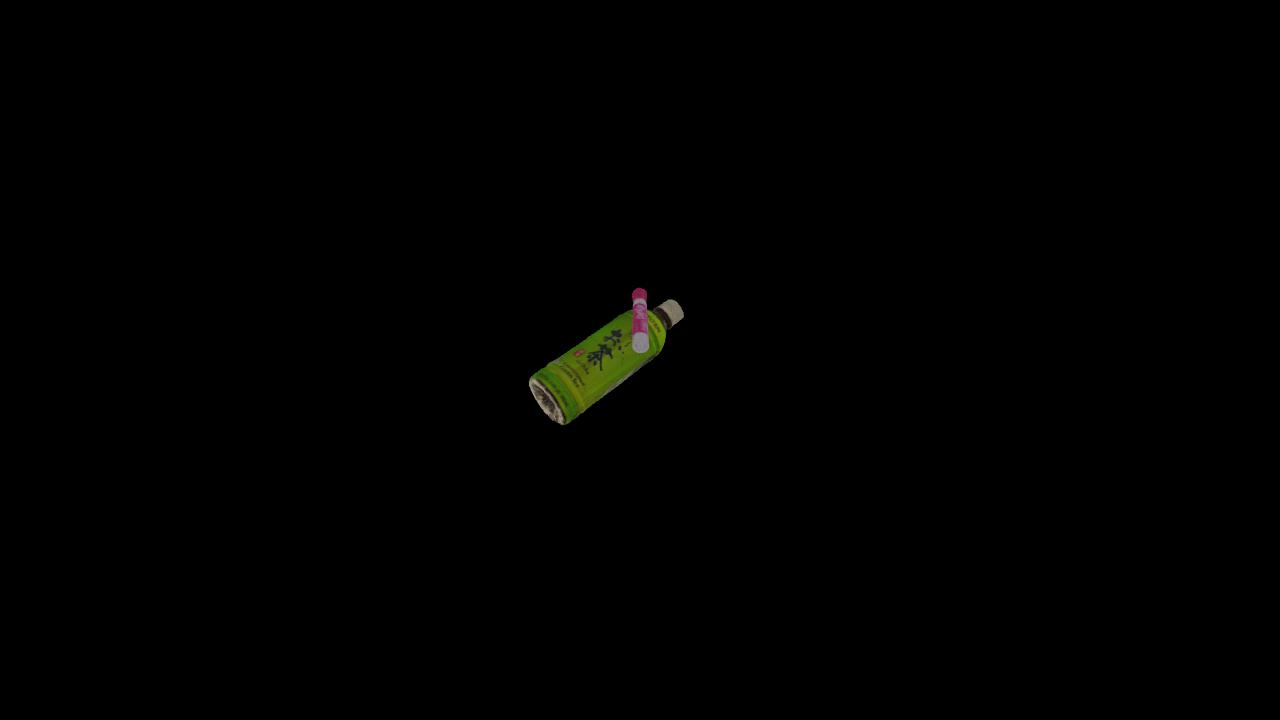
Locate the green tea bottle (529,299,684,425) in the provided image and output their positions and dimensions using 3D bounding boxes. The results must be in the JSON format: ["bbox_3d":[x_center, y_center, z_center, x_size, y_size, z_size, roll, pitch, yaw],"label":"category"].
[{"bbox_3d":[-0.031,-0.007,0.743,0.212,0.073,0.073,-36,18,-26],"label":"green tea bottle"}]

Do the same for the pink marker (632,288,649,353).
[{"bbox_3d":[0.000,-0.050,0.716,0.020,0.020,0.121,0,36,-1],"label":"pink marker"}]
